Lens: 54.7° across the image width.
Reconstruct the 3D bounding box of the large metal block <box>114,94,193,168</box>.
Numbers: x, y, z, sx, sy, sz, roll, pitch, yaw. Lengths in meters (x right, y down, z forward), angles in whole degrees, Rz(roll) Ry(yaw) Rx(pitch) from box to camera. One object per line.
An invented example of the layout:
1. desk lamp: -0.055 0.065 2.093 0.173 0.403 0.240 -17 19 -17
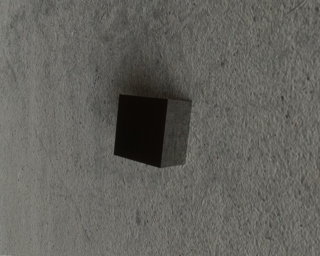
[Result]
1. large metal block: -0.010 0.001 0.396 0.080 0.050 0.079 10 97 39
